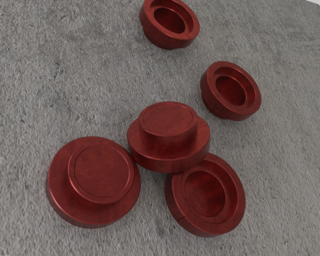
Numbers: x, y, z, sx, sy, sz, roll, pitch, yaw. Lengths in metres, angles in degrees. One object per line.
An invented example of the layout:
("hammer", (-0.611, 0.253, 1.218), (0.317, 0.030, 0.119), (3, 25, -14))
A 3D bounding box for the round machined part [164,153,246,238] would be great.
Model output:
("round machined part", (0.049, 0.081, 0.370), (0.099, 0.042, 0.098), (14, 56, -21))

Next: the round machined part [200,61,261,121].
("round machined part", (0.104, -0.053, 0.481), (0.099, 0.042, 0.098), (14, 56, -21))

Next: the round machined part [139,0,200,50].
("round machined part", (0.012, -0.166, 0.500), (0.099, 0.042, 0.098), (14, 56, -21))

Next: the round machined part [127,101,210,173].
("round machined part", (0.010, 0.004, 0.366), (0.099, 0.042, 0.098), (-2, 38, 2))

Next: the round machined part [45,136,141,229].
("round machined part", (-0.066, 0.052, 0.326), (0.099, 0.042, 0.098), (14, 56, -21))
